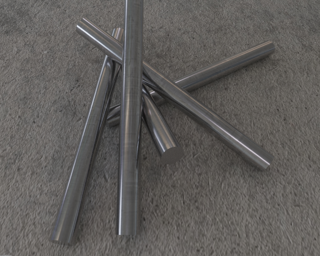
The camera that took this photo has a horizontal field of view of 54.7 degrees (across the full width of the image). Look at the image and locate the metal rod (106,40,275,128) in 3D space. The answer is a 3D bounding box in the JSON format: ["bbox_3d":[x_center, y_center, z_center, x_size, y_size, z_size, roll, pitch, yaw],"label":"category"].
[{"bbox_3d":[0.054,-0.073,0.464,0.302,0.025,0.025,-26,55,-20],"label":"metal rod"}]

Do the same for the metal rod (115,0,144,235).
[{"bbox_3d":[-0.033,-0.034,0.361,0.025,0.025,0.299,0,72,0],"label":"metal rod"}]

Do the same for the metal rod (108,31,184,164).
[{"bbox_3d":[-0.037,-0.064,0.427,0.025,0.025,0.300,-15,43,-13],"label":"metal rod"}]

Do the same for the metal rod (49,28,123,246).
[{"bbox_3d":[-0.079,-0.013,0.384,0.025,0.025,0.300,6,59,5],"label":"metal rod"}]

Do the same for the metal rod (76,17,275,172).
[{"bbox_3d":[0.012,-0.048,0.395,0.300,0.025,0.025,38,59,10],"label":"metal rod"}]
